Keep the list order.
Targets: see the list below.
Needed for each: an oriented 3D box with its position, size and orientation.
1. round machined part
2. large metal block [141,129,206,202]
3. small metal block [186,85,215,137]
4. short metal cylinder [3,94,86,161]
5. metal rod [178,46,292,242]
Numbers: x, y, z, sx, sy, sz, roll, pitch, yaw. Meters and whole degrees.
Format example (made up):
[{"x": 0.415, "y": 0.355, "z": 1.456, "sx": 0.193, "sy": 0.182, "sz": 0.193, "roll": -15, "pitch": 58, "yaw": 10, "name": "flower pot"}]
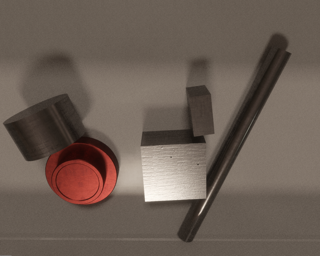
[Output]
[{"x": -0.108, "y": 0.065, "z": 0.425, "sx": 0.099, "sy": 0.042, "sz": 0.097, "roll": 0, "pitch": 110, "yaw": -1, "name": "round machined part"}, {"x": 0.018, "y": 0.049, "z": 0.416, "sx": 0.081, "sy": 0.050, "sz": 0.079, "roll": -3, "pitch": 110, "yaw": 0, "name": "large metal block"}, {"x": 0.050, "y": -0.023, "z": 0.390, "sx": 0.025, "sy": 0.050, "sz": 0.050, "roll": -8, "pitch": 110, "yaw": 2, "name": "small metal block"}, {"x": -0.139, "y": -0.002, "z": 0.379, "sx": 0.080, "sy": 0.080, "sz": 0.050, "roll": -20, "pitch": 109, "yaw": 7, "name": "short metal cylinder"}, {"x": 0.094, "y": 0.035, "z": 0.425, "sx": 0.025, "sy": 0.025, "sz": 0.298, "roll": 20, "pitch": 109, "yaw": -8, "name": "metal rod"}]
